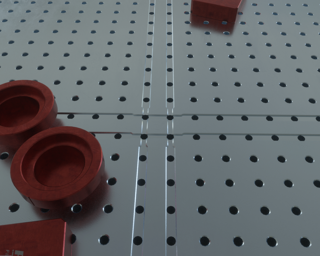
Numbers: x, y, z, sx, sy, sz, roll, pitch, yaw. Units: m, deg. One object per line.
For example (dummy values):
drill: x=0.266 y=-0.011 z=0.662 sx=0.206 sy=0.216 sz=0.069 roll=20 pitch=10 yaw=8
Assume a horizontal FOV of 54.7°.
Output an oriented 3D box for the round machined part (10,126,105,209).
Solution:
round machined part: x=-0.113 y=0.048 z=0.355 sx=0.099 sy=0.042 sz=0.098 roll=0 pitch=50 yaw=0

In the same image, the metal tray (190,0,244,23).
metal tray: x=0.125 y=-0.268 z=0.631 sx=0.090 sy=0.030 sz=0.130 roll=17 pitch=52 yaw=14

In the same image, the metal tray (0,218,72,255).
metal tray: x=-0.130 y=0.152 z=0.275 sx=0.091 sy=0.030 sz=0.130 roll=-5 pitch=50 yaw=-5

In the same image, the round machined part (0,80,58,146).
round machined part: x=-0.185 y=-0.015 z=0.408 sx=0.099 sy=0.042 sz=0.098 roll=0 pitch=50 yaw=0
